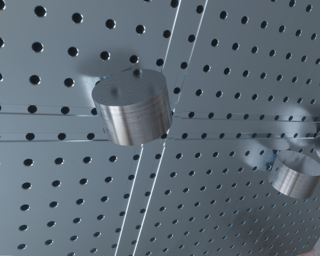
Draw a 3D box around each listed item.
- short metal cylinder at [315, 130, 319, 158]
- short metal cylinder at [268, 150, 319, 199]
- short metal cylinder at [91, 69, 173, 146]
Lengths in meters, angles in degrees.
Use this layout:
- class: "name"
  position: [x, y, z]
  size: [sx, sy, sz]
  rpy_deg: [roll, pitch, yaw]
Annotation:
- class: "short metal cylinder"
  position: [0.344, 0.032, 0.583]
  size: [0.050, 0.080, 0.079]
  rpy_deg: [-13, 124, -22]
- class: "short metal cylinder"
  position: [0.243, 0.083, 0.560]
  size: [0.081, 0.080, 0.050]
  rpy_deg: [-3, 120, -27]
- class: "short metal cylinder"
  position: [-0.029, -0.025, 0.344]
  size: [0.081, 0.080, 0.050]
  rpy_deg: [-22, 127, -15]
